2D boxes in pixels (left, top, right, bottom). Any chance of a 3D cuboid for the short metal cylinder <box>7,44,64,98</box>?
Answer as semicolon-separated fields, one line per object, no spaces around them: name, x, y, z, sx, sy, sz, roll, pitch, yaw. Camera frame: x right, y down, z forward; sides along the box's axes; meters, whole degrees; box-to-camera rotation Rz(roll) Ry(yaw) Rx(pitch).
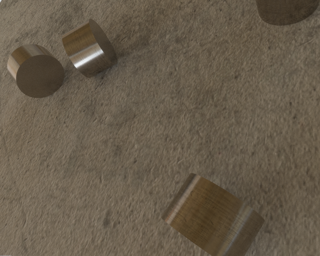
short metal cylinder;-0.216;-0.099;0.540;0.080;0.080;0.050;-46;52;-4

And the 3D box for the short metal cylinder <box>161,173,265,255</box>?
short metal cylinder;0.048;0.086;0.290;0.080;0.080;0.050;27;77;37

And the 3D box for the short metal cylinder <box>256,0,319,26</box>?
short metal cylinder;0.168;-0.185;0.413;0.080;0.050;0.080;-13;56;20

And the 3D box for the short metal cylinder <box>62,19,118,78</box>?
short metal cylinder;-0.113;-0.129;0.504;0.050;0.080;0.080;-26;53;12
